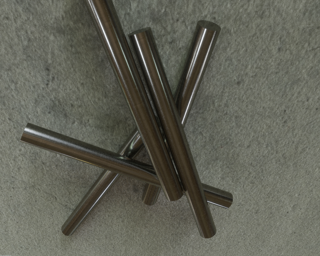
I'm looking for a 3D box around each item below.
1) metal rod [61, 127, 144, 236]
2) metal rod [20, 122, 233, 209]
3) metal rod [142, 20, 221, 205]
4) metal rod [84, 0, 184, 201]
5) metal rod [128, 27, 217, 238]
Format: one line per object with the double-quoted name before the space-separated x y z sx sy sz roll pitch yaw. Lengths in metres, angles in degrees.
"metal rod" -0.088 0.087 0.479 0.025 0.025 0.298 25 126 -20
"metal rod" -0.031 0.057 0.421 0.302 0.025 0.025 22 127 -18
"metal rod" 0.017 0.005 0.411 0.025 0.025 0.298 10 130 -9
"metal rod" -0.026 -0.034 0.344 0.025 0.025 0.299 -14 119 11
"metal rod" 0.024 0.025 0.387 0.025 0.025 0.298 -14 116 11
